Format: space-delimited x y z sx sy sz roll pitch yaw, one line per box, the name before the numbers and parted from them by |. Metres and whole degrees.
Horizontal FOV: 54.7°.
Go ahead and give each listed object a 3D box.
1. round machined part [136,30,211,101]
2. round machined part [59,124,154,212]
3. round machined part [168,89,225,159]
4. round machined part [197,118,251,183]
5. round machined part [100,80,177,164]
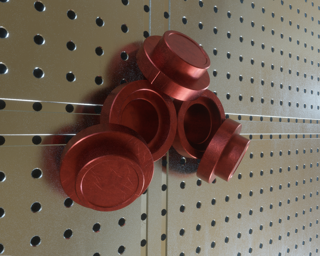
round machined part | 0.023 -0.083 0.386 0.099 0.042 0.098 23 40 -21
round machined part | -0.054 0.048 0.324 0.099 0.042 0.097 -6 116 -13
round machined part | 0.046 -0.006 0.439 0.099 0.042 0.097 0 90 -40
round machined part | 0.096 0.038 0.446 0.098 0.042 0.098 -50 158 -29
round machined part | -0.029 -0.007 0.374 0.099 0.042 0.097 0 90 -40
